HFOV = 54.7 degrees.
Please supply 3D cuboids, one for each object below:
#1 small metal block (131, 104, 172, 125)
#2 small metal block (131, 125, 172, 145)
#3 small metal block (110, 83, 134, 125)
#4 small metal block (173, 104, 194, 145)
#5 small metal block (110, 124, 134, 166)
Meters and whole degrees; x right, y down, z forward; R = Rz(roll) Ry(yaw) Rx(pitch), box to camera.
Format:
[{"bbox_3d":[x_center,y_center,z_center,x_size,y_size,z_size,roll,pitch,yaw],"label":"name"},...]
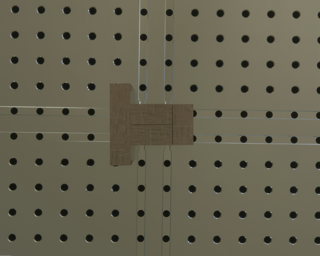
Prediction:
[{"bbox_3d":[-0.010,-0.017,0.400,0.050,0.050,0.025,0,90,-1],"label":"small metal block"},{"bbox_3d":[-0.010,0.008,0.400,0.050,0.050,0.025,0,90,-1],"label":"small metal block"},{"bbox_3d":[-0.048,-0.029,0.399,0.025,0.050,0.050,0,90,0],"label":"small metal block"},{"bbox_3d":[0.028,-0.004,0.401,0.025,0.050,0.050,0,90,0],"label":"small metal block"},{"bbox_3d":[-0.048,0.020,0.400,0.025,0.050,0.050,0,90,0],"label":"small metal block"}]
